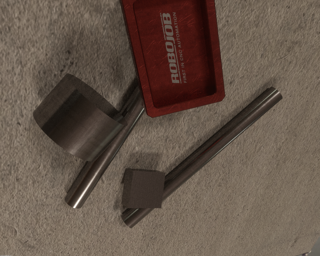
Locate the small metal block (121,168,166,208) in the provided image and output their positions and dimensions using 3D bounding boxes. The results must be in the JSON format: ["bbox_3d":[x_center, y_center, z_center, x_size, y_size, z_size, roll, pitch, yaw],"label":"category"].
[{"bbox_3d":[-0.023,0.084,0.433,0.050,0.025,0.050,9,87,-29],"label":"small metal block"}]

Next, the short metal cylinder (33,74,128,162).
[{"bbox_3d":[-0.081,-0.011,0.321,0.050,0.080,0.080,-48,129,5],"label":"short metal cylinder"}]

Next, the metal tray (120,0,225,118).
[{"bbox_3d":[0.016,-0.084,0.331,0.091,0.030,0.129,-14,113,-6],"label":"metal tray"}]

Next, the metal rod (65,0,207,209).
[{"bbox_3d":[-0.031,-0.024,0.376,0.025,0.025,0.299,25,104,-37],"label":"metal rod"}]

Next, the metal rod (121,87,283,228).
[{"bbox_3d":[0.064,0.044,0.470,0.300,0.025,0.025,-41,130,-1],"label":"metal rod"}]
